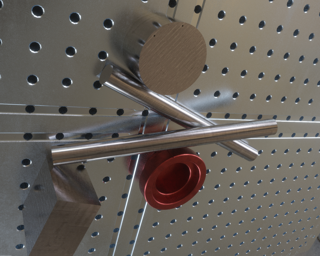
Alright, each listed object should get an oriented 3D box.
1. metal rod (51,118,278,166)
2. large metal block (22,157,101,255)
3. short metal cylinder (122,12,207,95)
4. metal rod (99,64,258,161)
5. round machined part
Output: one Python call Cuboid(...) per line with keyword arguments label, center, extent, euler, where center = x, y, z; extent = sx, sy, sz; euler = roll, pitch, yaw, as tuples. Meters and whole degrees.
Cuboid(label="metal rod", center=(0.018, 0.015, 0.406), extent=(0.302, 0.025, 0.025), euler=(-7, 122, -16))
Cuboid(label="large metal block", center=(-0.121, 0.094, 0.369), extent=(0.050, 0.080, 0.080), euler=(19, 108, -36))
Cuboid(label="short metal cylinder", center=(0.005, -0.083, 0.347), extent=(0.081, 0.050, 0.079), euler=(-14, 124, -21))
Cuboid(label="metal rod", center=(0.048, -0.008, 0.434), extent=(0.301, 0.025, 0.025), euler=(26, 104, -38))
Cuboid(label="round machined part", center=(0.015, 0.068, 0.452), extent=(0.099, 0.042, 0.097), euler=(-14, 124, -21))
